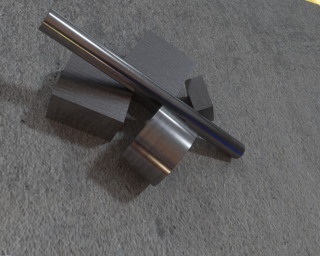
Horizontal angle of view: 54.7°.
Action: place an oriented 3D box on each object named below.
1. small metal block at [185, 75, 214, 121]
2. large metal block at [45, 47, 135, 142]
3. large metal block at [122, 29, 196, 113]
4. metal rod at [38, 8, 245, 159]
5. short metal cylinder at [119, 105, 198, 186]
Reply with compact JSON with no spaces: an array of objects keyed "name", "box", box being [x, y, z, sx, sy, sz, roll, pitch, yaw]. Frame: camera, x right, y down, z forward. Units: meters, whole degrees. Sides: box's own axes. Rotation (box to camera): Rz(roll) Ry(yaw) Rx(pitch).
[{"name":"small metal block","box":[0.056,-0.038,0.440,0.025,0.050,0.050,-17,67,4]},{"name":"large metal block","box":[-0.079,-0.041,0.371,0.080,0.050,0.080,23,53,-15]},{"name":"large metal block","box":[-0.008,-0.076,0.428,0.080,0.050,0.080,34,51,-6]},{"name":"metal rod","box":[0.000,-0.037,0.375,0.301,0.025,0.025,32,50,-28]},{"name":"short metal cylinder","box":[-0.002,0.020,0.356,0.050,0.080,0.080,40,51,-2]}]
